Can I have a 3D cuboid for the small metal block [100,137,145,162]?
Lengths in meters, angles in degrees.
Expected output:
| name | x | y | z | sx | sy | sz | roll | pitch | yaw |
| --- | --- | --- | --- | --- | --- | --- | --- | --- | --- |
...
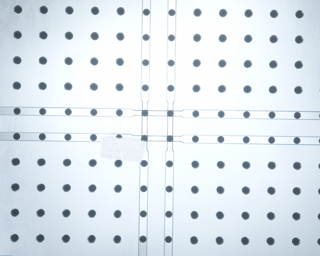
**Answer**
| name | x | y | z | sx | sy | sz | roll | pitch | yaw |
| --- | --- | --- | --- | --- | --- | --- | --- | --- | --- |
| small metal block | -0.046 | 0.026 | 0.401 | 0.050 | 0.050 | 0.025 | 6 | 90 | 0 |
